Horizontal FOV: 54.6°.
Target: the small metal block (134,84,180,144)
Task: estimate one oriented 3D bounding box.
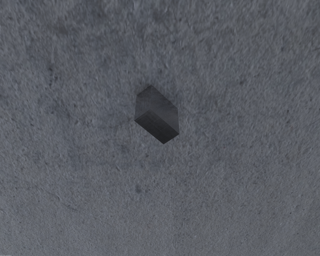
[{"bbox_3d":[-0.003,-0.017,0.376,0.025,0.050,0.050,-35,122,26],"label":"small metal block"}]
